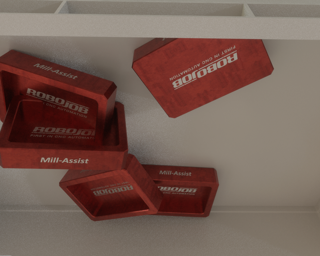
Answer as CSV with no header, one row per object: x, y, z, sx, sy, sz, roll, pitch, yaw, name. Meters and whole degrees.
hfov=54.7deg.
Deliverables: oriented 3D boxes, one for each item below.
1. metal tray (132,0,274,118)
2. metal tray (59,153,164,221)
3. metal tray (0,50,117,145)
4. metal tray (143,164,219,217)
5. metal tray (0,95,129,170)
0.046,-0.073,0.344,0.130,0.030,0.090,-25,126,19,metal tray
-0.072,0.091,0.452,0.130,0.030,0.090,-17,119,31,metal tray
-0.121,-0.028,0.360,0.131,0.030,0.089,18,129,3,metal tray
0.019,0.101,0.491,0.131,0.030,0.089,4,130,-4,metal tray
-0.106,0.004,0.356,0.131,0.090,0.030,3,131,-14,metal tray
